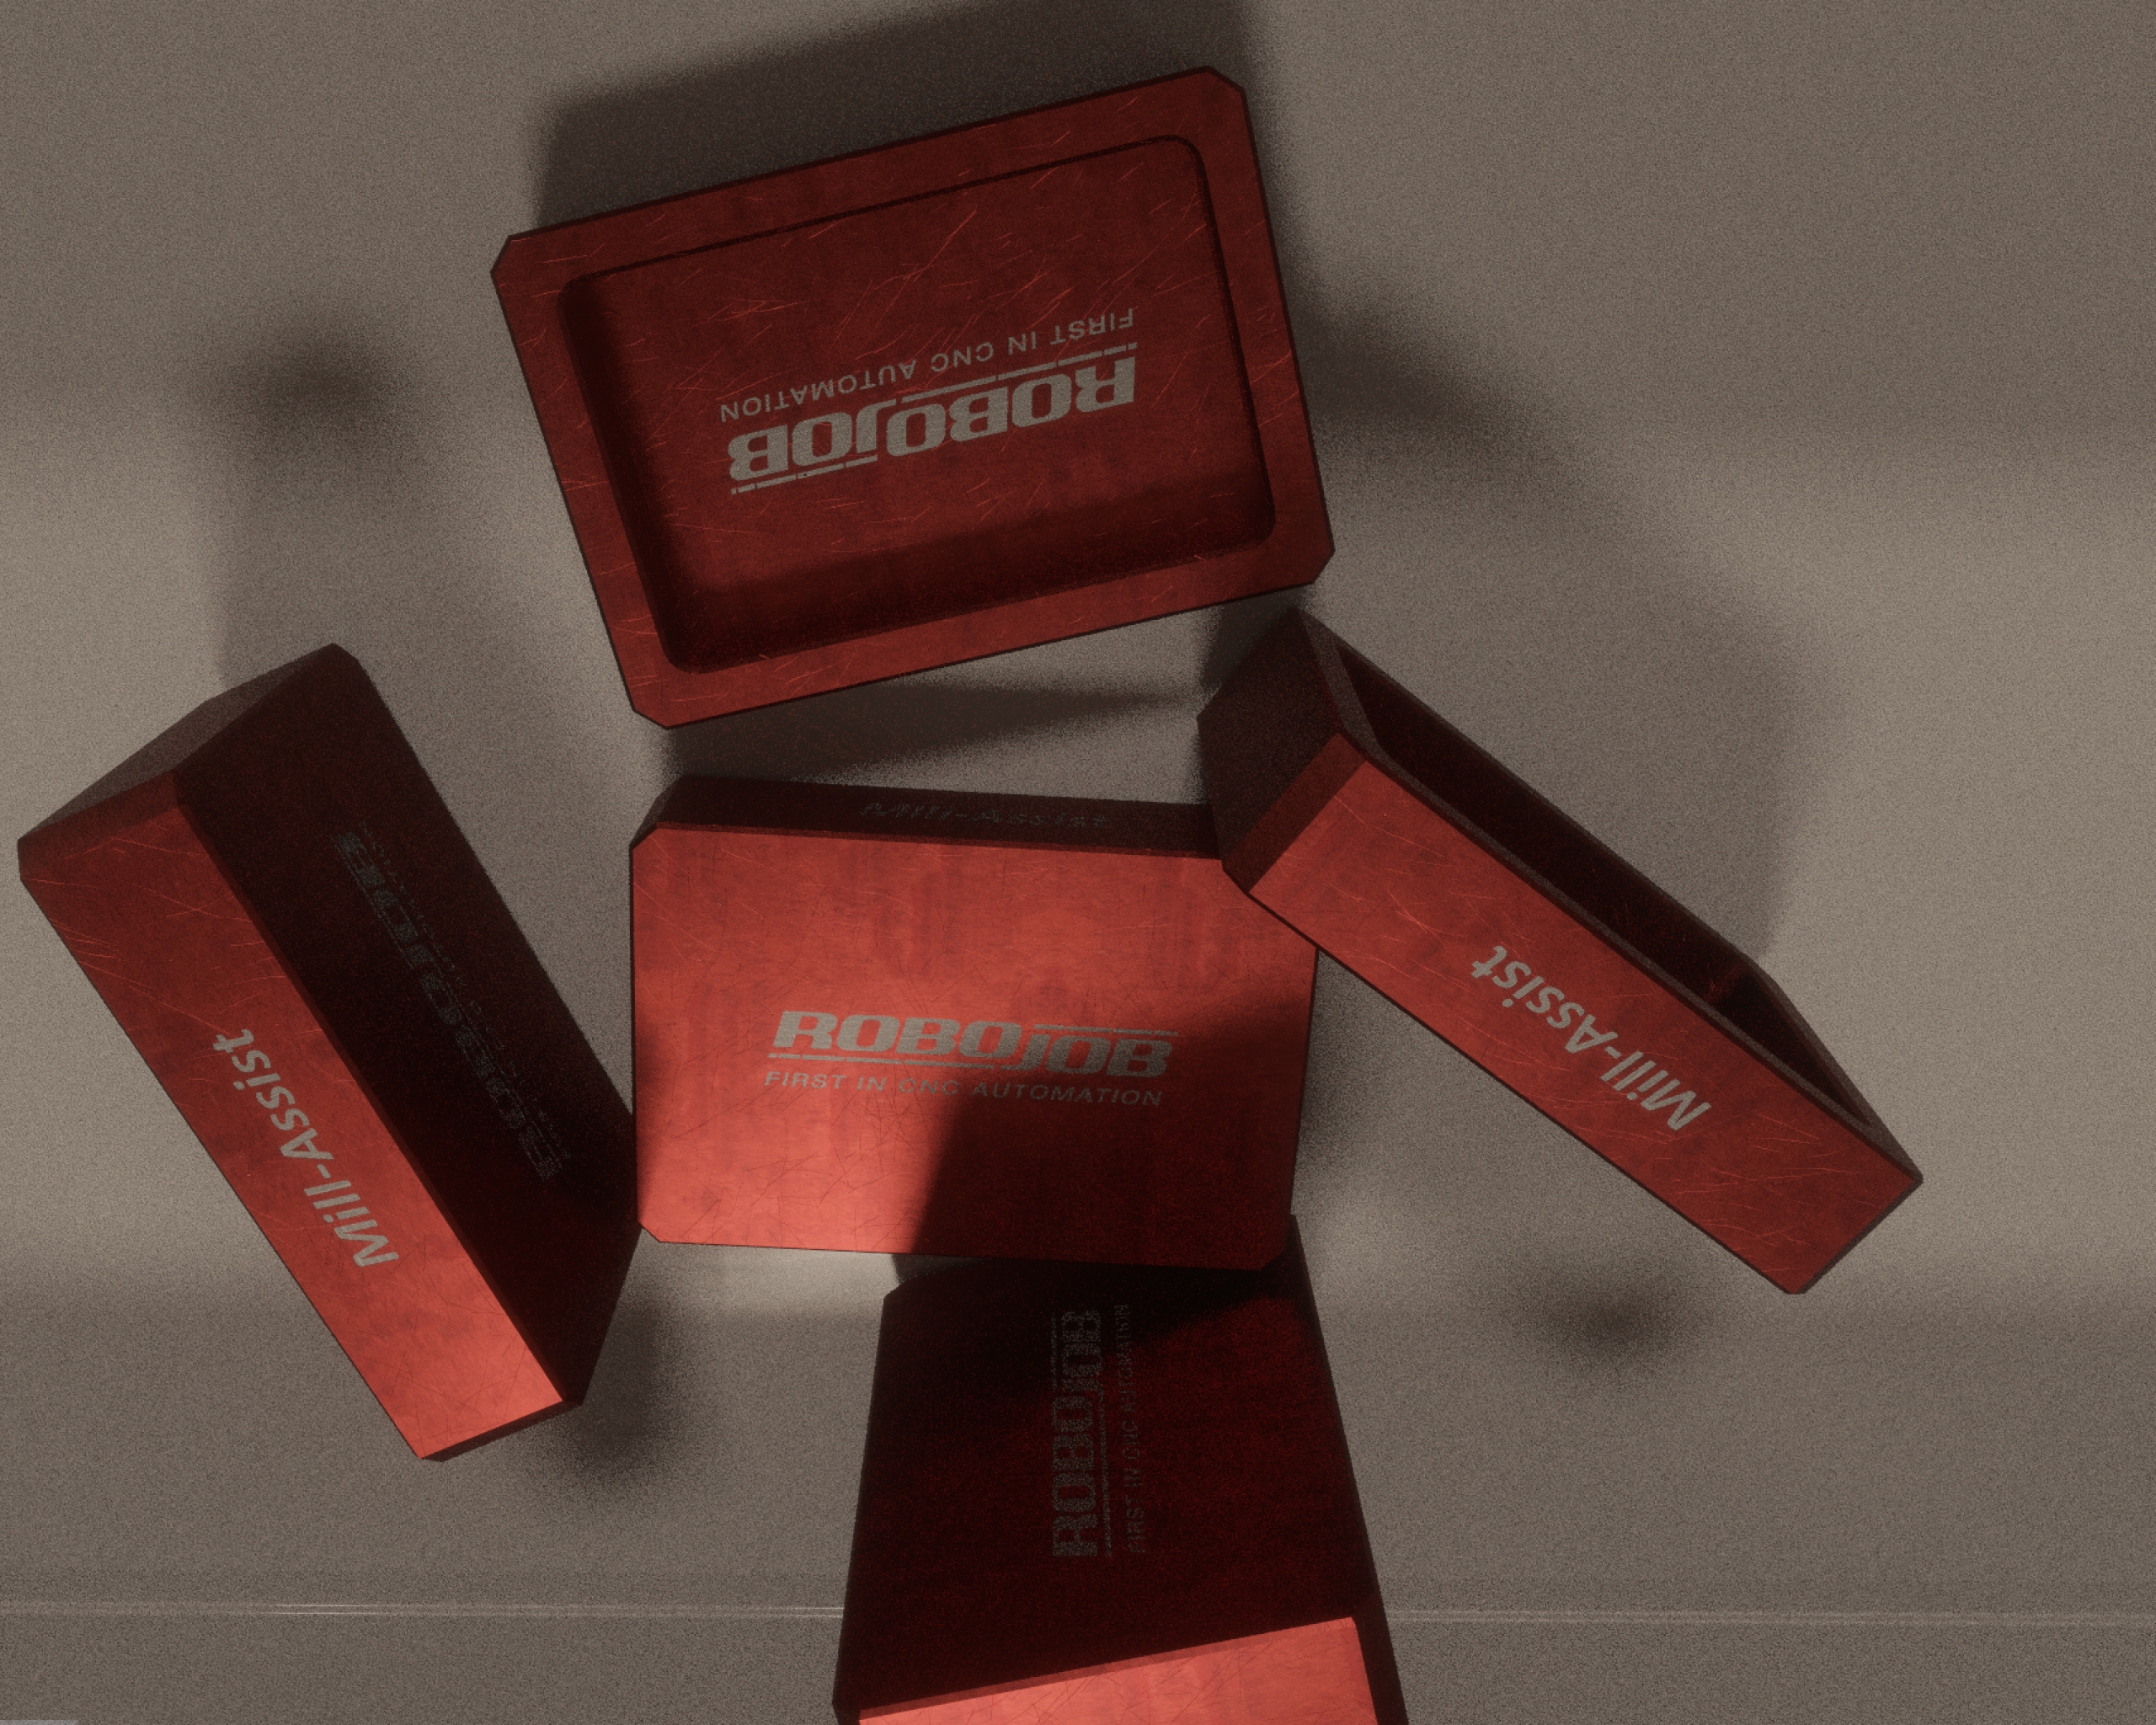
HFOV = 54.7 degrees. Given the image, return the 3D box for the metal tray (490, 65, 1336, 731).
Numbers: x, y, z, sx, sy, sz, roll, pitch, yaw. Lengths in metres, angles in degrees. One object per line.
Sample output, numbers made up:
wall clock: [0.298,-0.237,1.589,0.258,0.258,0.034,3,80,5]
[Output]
metal tray: [-0.027,-0.083,0.376,0.131,0.030,0.089,-13,110,4]

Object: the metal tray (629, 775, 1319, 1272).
metal tray: [-0.021,0.033,0.417,0.131,0.030,0.089,3,110,-2]

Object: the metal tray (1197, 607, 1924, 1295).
metal tray: [0.083,0.013,0.380,0.130,0.090,0.030,36,107,-13]

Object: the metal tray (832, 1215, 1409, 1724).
metal tray: [0.006,0.118,0.396,0.090,0.130,0.030,-12,110,3]

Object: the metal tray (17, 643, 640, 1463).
metal tray: [-0.128,0.032,0.384,0.030,0.090,0.129,-24,109,7]
